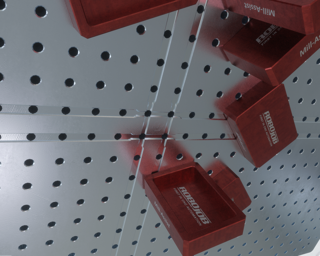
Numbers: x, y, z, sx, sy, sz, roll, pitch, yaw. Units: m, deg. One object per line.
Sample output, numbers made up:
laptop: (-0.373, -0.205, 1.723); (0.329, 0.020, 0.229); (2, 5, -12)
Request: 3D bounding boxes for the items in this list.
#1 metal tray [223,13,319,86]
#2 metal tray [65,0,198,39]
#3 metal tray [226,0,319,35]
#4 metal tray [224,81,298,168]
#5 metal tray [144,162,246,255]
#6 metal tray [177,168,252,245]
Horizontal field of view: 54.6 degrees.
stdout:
metal tray: (0.154, -0.119, 0.378); (0.130, 0.090, 0.030); (-43, 129, 1)
metal tray: (-0.030, -0.150, 0.297); (0.131, 0.030, 0.090); (-23, 127, -15)
metal tray: (0.139, -0.150, 0.326); (0.090, 0.130, 0.030); (-36, 129, -4)
metal tray: (0.164, -0.005, 0.493); (0.090, 0.030, 0.130); (-38, 129, -3)
metal tray: (0.043, 0.105, 0.431); (0.091, 0.130, 0.030); (-14, 124, -21)
metal tray: (0.091, 0.140, 0.543); (0.130, 0.030, 0.090); (-37, 129, -4)
